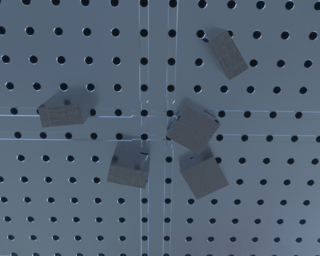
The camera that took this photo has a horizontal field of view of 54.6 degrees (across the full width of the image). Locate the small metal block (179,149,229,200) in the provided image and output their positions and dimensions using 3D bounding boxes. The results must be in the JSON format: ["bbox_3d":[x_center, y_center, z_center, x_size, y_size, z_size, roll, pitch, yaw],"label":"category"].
[{"bbox_3d":[0.062,0.065,0.438,0.050,0.025,0.050,-28,108,9],"label":"small metal block"}]

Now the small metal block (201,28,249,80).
[{"bbox_3d":[0.076,-0.089,0.368,0.025,0.050,0.050,-32,107,11],"label":"small metal block"}]

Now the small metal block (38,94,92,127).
[{"bbox_3d":[-0.117,-0.023,0.391,0.050,0.050,0.025,-5,110,2],"label":"small metal block"}]

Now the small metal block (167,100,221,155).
[{"bbox_3d":[0.044,0.000,0.413,0.050,0.025,0.050,29,107,-10],"label":"small metal block"}]

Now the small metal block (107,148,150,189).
[{"bbox_3d":[-0.041,0.054,0.420,0.050,0.050,0.025,12,110,-5],"label":"small metal block"}]
